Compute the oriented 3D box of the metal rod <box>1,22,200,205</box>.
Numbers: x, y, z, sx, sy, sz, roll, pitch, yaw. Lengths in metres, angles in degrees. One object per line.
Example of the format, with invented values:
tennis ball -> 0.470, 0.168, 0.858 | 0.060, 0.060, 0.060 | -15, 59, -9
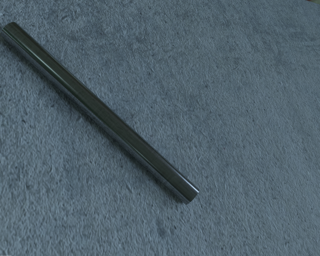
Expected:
metal rod -> -0.072, -0.018, 0.375 | 0.300, 0.025, 0.025 | 42, 51, 1
